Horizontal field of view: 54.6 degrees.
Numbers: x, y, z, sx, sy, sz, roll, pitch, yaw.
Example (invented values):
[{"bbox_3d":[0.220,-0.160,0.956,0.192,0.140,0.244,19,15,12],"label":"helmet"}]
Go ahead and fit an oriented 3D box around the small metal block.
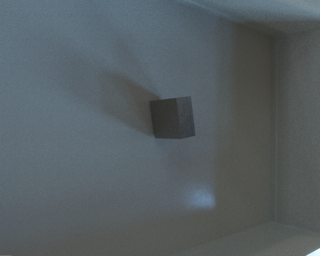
[{"bbox_3d":[0.016,-0.013,0.398,0.025,0.050,0.050,-11,97,-39],"label":"small metal block"}]
